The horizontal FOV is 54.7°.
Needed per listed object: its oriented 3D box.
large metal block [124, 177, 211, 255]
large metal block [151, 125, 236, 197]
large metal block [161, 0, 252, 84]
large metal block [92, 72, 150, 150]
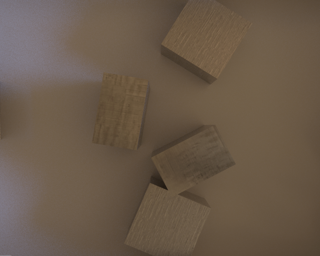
[{"bbox_3d":[0.009,0.118,0.399,0.080,0.050,0.080,23,90,-1],"label":"large metal block"},{"bbox_3d":[0.037,0.036,0.384,0.080,0.080,0.050,-27,90,0],"label":"large metal block"},{"bbox_3d":[0.057,-0.114,0.400,0.080,0.050,0.080,32,90,-1],"label":"large metal block"},{"bbox_3d":[-0.044,-0.019,0.383,0.050,0.080,0.080,9,90,0],"label":"large metal block"}]
